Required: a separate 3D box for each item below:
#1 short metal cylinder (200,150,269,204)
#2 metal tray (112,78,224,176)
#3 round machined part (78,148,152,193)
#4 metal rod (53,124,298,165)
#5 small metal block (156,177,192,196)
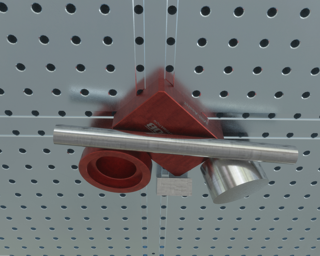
[{"bbox_3d":[0.103,0.067,0.434,0.081,0.050,0.080,-15,151,-8],"label":"short metal cylinder"},{"bbox_3d":[0.014,0.005,0.414,0.090,0.030,0.130,-36,122,26],"label":"metal tray"},{"bbox_3d":[-0.060,0.047,0.433,0.099,0.042,0.097,3,137,3],"label":"round machined part"},{"bbox_3d":[0.024,0.021,0.389,0.302,0.025,0.025,5,130,-5],"label":"metal rod"},{"bbox_3d":[0.020,0.087,0.469,0.050,0.025,0.050,2,173,-3],"label":"small metal block"}]
